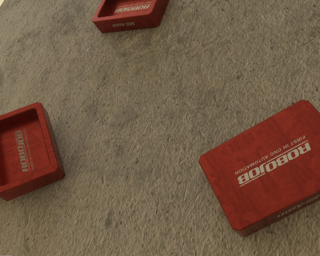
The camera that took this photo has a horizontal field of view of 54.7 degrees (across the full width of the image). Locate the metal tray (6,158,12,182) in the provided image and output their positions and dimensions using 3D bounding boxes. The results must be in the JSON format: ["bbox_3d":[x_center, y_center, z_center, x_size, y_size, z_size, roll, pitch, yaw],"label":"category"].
[{"bbox_3d":[-0.276,0.068,0.503,0.130,0.030,0.090,-14,56,20],"label":"metal tray"}]

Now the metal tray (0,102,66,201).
[{"bbox_3d":[-0.203,0.031,0.459,0.091,0.030,0.130,-22,59,-9],"label":"metal tray"}]

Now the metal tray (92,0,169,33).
[{"bbox_3d":[-0.051,-0.222,0.563,0.130,0.030,0.090,5,64,30],"label":"metal tray"}]

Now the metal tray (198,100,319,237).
[{"bbox_3d":[0.116,0.039,0.315,0.130,0.030,0.090,-30,52,8],"label":"metal tray"}]
